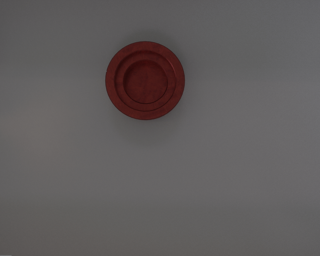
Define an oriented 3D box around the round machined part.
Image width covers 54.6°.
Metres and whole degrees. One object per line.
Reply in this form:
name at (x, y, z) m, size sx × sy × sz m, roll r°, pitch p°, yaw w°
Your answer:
round machined part at (-0.018, -0.059, 0.403) m, size 0.099 × 0.042 × 0.097 m, roll 0°, pitch 90°, yaw 0°
